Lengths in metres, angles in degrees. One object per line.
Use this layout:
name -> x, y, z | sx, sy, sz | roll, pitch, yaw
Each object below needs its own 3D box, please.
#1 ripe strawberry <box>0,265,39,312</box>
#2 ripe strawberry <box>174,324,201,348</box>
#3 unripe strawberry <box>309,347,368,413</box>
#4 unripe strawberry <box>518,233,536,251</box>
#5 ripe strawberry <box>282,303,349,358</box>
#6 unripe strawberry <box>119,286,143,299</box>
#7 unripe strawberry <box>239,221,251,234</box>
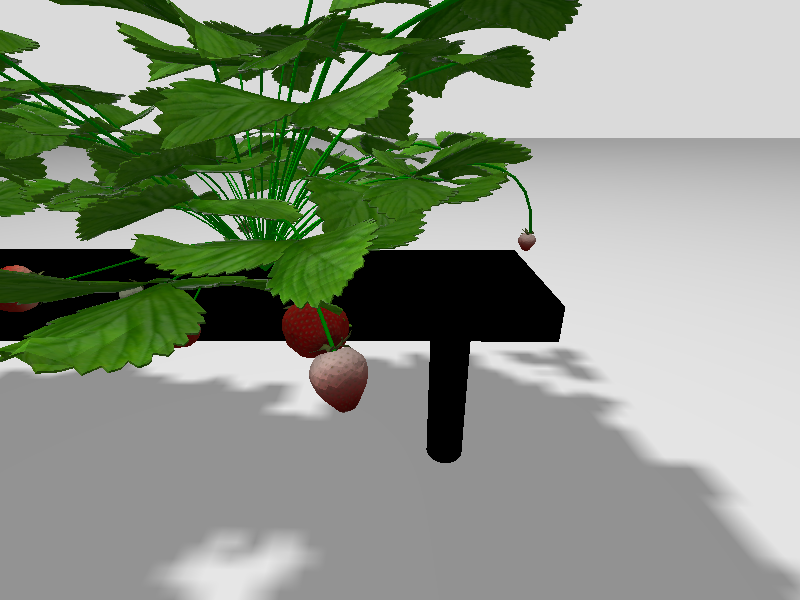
ripe strawberry -> -0.277, -0.007, 0.285 | 0.032, 0.033, 0.029 | -14, 27, -27
ripe strawberry -> -0.134, 0.019, 0.239 | 0.024, 0.021, 0.024 | 2, 30, 3
unripe strawberry -> -0.028, 0.039, 0.193 | 0.028, 0.030, 0.030 | -12, -8, -24
unripe strawberry -> 0.123, -0.056, 0.390 | 0.015, 0.018, 0.018 | -3, 24, -6
ripe strawberry -> -0.046, 0.017, 0.228 | 0.038, 0.033, 0.038 | -12, 27, -25
unripe strawberry -> -0.201, -0.005, 0.300 | 0.016, 0.016, 0.017 | -22, 32, -39
unripe strawberry -> -0.192, -0.090, 0.495 | 0.015, 0.015, 0.016 | -11, 7, -23
